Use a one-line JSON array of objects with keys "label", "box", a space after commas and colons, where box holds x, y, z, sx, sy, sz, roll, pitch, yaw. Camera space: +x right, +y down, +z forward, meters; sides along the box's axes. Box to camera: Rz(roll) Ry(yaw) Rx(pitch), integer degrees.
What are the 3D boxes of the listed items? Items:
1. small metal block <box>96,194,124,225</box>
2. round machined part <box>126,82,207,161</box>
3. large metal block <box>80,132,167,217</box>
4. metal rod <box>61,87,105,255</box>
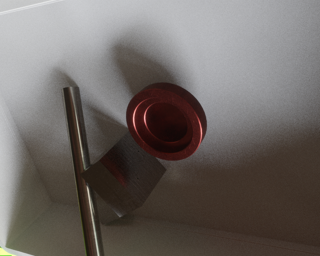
[{"label": "small metal block", "box": [-0.091, 0.132, 0.531, 0.050, 0.025, 0.050, -29, 103, 28]}, {"label": "round machined part", "box": [0.011, -0.011, 0.384, 0.098, 0.042, 0.097, 13, 124, 20]}, {"label": "large metal block", "box": [-0.049, 0.062, 0.436, 0.080, 0.080, 0.050, 49, 128, -7]}, {"label": "metal rod", "box": [-0.105, 0.091, 0.436, 0.025, 0.025, 0.298, -11, 87, 32]}]
